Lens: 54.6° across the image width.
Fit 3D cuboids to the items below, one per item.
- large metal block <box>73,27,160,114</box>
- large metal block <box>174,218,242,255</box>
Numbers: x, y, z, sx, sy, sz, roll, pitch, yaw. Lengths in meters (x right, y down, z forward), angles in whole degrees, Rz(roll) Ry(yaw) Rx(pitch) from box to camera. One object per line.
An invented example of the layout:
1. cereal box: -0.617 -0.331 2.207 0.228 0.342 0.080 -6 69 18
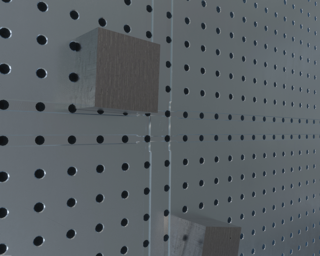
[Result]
1. large metal block: -0.048 -0.059 0.352 0.081 0.050 0.080 3 88 -40
2. large metal block: 0.068 0.178 0.449 0.080 0.050 0.080 16 80 -39
